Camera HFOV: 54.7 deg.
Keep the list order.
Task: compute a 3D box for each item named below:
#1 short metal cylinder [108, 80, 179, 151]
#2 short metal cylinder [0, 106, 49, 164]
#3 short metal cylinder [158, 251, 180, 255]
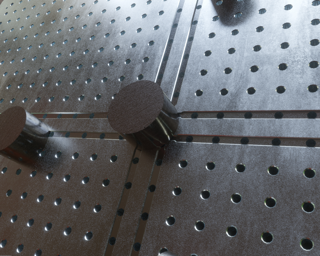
[{"bbox_3d":[-0.021,-0.017,0.412,0.080,0.050,0.080,-13,57,20],"label":"short metal cylinder"},{"bbox_3d":[-0.230,0.012,0.503,0.080,0.050,0.080,-13,56,20],"label":"short metal cylinder"},{"bbox_3d":[0.014,0.157,0.268,0.050,0.080,0.080,14,69,33],"label":"short metal cylinder"}]
